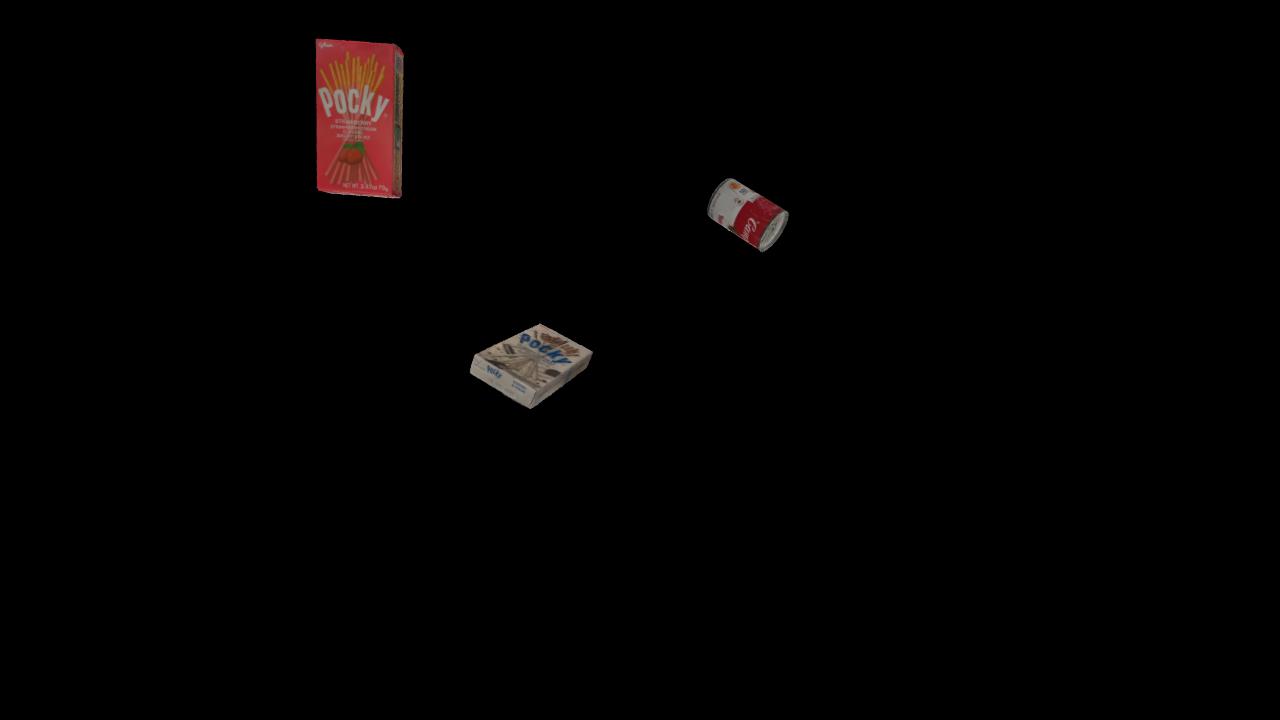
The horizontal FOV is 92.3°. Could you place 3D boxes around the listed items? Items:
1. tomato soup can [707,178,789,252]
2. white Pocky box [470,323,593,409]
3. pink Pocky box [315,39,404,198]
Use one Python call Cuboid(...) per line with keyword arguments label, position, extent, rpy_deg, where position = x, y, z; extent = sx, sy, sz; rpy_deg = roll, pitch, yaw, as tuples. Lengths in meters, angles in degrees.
Cuboid(label="tomato soup can", position=(0.156, -0.213, 0.899), extent=(0.101, 0.068, 0.068), rpy_deg=(39, 17, 21))
Cuboid(label="white Pocky box", position=(-0.123, 0.003, 0.724), extent=(0.084, 0.028, 0.154), rpy_deg=(28, 24, 9))
Cuboid(label="pink Pocky box", position=(-0.297, -0.254, 0.652), extent=(0.084, 0.155, 0.029), rpy_deg=(5, 8, 1))
